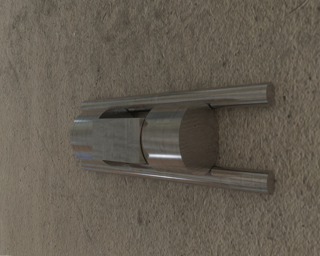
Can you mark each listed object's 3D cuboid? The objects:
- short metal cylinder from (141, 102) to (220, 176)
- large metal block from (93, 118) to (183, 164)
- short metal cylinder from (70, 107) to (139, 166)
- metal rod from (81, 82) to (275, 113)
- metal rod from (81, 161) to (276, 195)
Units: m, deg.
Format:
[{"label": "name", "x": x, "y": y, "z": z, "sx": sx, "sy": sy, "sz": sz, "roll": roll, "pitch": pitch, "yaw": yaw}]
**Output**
[{"label": "short metal cylinder", "x": 0.025, "y": 0.012, "z": 0.349, "sx": 0.050, "sy": 0.081, "sz": 0.080, "roll": -1, "pitch": 90, "yaw": 40}, {"label": "large metal block", "x": -0.027, "y": 0.014, "z": 0.390, "sx": 0.080, "sy": 0.081, "sz": 0.050, "roll": 0, "pitch": 90, "yaw": 40}, {"label": "short metal cylinder", "x": -0.076, "y": 0.012, "z": 0.433, "sx": 0.050, "sy": 0.081, "sz": 0.080, "roll": -1, "pitch": 90, "yaw": 40}, {"label": "metal rod", "x": -0.003, "y": -0.034, "z": 0.409, "sx": 0.300, "sy": 0.025, "sz": 0.025, "roll": 0, "pitch": 90, "yaw": 40}, {"label": "metal rod", "x": -0.003, "y": 0.056, "z": 0.409, "sx": 0.300, "sy": 0.025, "sz": 0.025, "roll": 0, "pitch": 90, "yaw": 40}]
